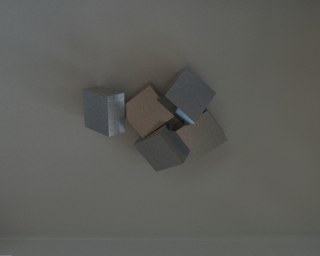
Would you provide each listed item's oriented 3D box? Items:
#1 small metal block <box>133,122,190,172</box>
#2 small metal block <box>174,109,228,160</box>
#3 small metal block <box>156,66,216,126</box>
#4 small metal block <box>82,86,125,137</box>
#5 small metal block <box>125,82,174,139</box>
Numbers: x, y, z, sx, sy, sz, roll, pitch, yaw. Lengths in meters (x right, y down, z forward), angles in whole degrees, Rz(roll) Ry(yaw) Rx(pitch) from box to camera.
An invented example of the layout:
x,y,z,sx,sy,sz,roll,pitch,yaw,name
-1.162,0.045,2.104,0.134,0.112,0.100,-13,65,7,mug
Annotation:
x,y,z,sx,sy,sz,roll,pitch,yaw,name
0.002,0.026,0.407,0.050,0.025,0.050,-23,112,41,small metal block
0.054,0.006,0.413,0.050,0.025,0.050,-34,107,11,small metal block
0.033,-0.039,0.383,0.050,0.025,0.050,41,70,-14,small metal block
-0.070,-0.022,0.386,0.050,0.025,0.050,18,116,40,small metal block
-0.017,-0.023,0.401,0.050,0.025,0.050,-36,107,12,small metal block
